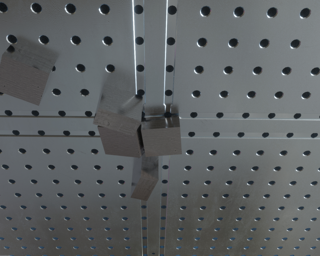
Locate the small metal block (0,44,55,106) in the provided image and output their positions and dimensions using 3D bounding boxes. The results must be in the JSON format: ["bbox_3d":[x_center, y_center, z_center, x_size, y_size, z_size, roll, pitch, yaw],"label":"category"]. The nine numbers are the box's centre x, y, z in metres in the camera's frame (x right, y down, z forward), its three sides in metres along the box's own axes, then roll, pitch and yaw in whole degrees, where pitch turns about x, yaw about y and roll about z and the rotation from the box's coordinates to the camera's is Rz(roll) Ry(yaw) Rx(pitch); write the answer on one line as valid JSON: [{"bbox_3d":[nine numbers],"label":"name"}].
[{"bbox_3d":[-0.156,-0.060,0.358,0.050,0.025,0.050,21,127,-18],"label":"small metal block"}]

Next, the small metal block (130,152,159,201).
[{"bbox_3d":[-0.022,0.070,0.455,0.025,0.050,0.050,15,128,-13],"label":"small metal block"}]

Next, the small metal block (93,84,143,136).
[{"bbox_3d":[-0.050,-0.022,0.376,0.050,0.050,0.025,18,128,-15],"label":"small metal block"}]

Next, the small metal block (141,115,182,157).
[{"bbox_3d":[0.003,0.011,0.421,0.050,0.025,0.050,-4,130,3],"label":"small metal block"}]

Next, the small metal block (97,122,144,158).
[{"bbox_3d":[-0.050,0.011,0.414,0.050,0.025,0.050,5,132,13],"label":"small metal block"}]
